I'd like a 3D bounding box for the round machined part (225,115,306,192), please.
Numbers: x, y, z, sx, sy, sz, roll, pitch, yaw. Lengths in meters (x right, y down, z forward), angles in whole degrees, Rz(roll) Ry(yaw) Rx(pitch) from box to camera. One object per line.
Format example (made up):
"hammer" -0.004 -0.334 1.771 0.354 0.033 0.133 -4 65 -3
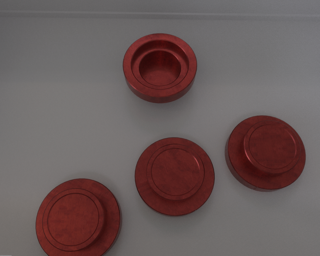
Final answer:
"round machined part" 0.135 0.029 0.391 0.099 0.042 0.098 0 70 0

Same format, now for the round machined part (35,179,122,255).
"round machined part" -0.096 0.107 0.361 0.099 0.042 0.098 0 70 0

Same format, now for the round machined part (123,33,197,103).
"round machined part" 0.000 -0.078 0.429 0.099 0.042 0.098 0 70 0

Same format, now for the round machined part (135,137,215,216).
"round machined part" 0.018 0.057 0.380 0.099 0.042 0.098 0 70 0
